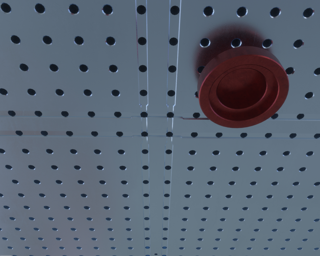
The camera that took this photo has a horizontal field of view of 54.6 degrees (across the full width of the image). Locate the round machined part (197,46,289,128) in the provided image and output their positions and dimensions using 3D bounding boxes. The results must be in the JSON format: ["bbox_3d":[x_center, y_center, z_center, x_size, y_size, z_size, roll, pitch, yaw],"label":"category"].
[{"bbox_3d":[0.092,-0.050,0.359,0.099,0.042,0.097,0,130,0],"label":"round machined part"}]
